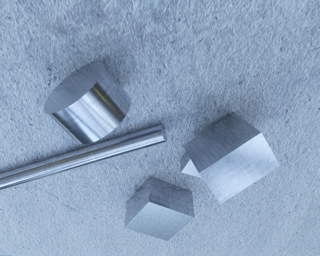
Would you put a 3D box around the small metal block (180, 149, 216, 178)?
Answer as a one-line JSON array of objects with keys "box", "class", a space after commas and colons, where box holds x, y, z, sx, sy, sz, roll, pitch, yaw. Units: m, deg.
[{"box": [0.063, 0.046, 0.447, 0.050, 0.025, 0.050, 18, 128, -15], "class": "small metal block"}]

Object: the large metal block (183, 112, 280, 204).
[{"box": [0.083, 0.033, 0.380, 0.080, 0.080, 0.050, -34, 111, 3], "class": "large metal block"}]

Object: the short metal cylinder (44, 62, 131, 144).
[{"box": [-0.080, -0.028, 0.346, 0.080, 0.080, 0.050, -24, 126, 19], "class": "short metal cylinder"}]

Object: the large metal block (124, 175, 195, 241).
[{"box": [-0.002, 0.132, 0.504, 0.080, 0.050, 0.080, 24, 126, -20], "class": "large metal block"}]

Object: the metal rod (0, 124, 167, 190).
[{"box": [-0.135, 0.049, 0.447, 0.301, 0.025, 0.025, -17, 128, 13], "class": "metal rod"}]
